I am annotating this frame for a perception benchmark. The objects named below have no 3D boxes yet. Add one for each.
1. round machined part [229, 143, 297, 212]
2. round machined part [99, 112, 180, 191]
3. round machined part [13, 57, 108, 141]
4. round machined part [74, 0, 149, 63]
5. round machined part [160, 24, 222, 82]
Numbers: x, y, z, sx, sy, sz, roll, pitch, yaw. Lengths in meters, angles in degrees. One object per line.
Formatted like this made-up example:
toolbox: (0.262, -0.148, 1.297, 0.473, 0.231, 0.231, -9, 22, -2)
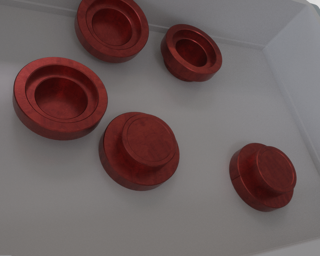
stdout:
round machined part: (0.151, 0.064, 0.436, 0.099, 0.042, 0.098, 14, 56, -21)
round machined part: (-0.019, 0.022, 0.371, 0.099, 0.042, 0.098, 14, 56, -21)
round machined part: (-0.113, -0.029, 0.352, 0.099, 0.042, 0.098, 14, 56, -21)
round machined part: (-0.069, -0.135, 0.429, 0.099, 0.042, 0.098, 6, 76, -24)
round machined part: (0.045, -0.112, 0.487, 0.099, 0.042, 0.098, 14, 56, -21)
